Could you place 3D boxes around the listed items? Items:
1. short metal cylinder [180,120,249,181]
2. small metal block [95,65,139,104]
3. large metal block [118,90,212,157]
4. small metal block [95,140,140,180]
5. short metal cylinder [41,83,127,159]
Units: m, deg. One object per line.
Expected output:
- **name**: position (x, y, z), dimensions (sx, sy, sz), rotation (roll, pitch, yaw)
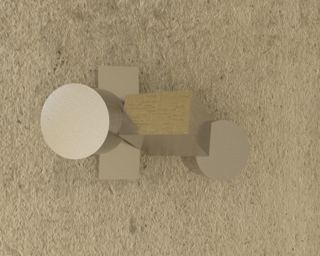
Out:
- **short metal cylinder**: position (0.073, 0.029, 0.426), dimensions (0.081, 0.050, 0.079), rotation (0, 90, -21)
- **small metal block**: position (-0.054, -0.051, 0.390), dimensions (0.050, 0.025, 0.050), rotation (-1, 91, -21)
- **large metal block**: position (0.010, -0.002, 0.366), dimensions (0.080, 0.080, 0.050), rotation (43, 50, -58)
- **small metal block**: position (-0.053, 0.038, 0.391), dimensions (0.050, 0.025, 0.050), rotation (3, 89, -20)
- **short metal cylinder**: position (-0.083, -0.007, 0.348), dimensions (0.080, 0.050, 0.079), rotation (0, 91, 15)
